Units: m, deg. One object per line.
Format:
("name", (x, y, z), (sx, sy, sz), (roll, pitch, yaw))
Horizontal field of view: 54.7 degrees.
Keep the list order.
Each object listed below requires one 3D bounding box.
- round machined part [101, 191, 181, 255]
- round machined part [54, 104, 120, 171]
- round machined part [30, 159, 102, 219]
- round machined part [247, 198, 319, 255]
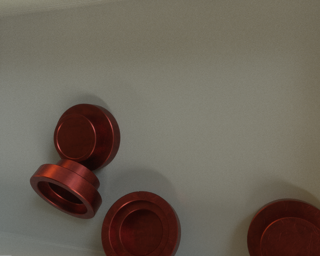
("round machined part", (-0.021, 0.134, 0.397), (0.098, 0.042, 0.098), (-6, 66, 13))
("round machined part", (-0.110, 0.014, 0.440), (0.098, 0.042, 0.097), (0, 90, 20))
("round machined part", (-0.123, 0.080, 0.427), (0.098, 0.097, 0.042), (16, 51, 14))
("round machined part", (0.148, 0.130, 0.344), (0.098, 0.042, 0.097), (-2, 83, 19))
